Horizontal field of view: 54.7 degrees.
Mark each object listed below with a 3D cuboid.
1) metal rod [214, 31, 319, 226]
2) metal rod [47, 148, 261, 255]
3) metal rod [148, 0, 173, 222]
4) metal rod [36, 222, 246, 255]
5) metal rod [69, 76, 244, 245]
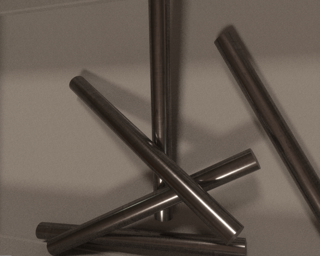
[{"bbox_3d":[0.146,0.020,0.358,0.025,0.025,0.299,-30,80,17],"label":"metal rod"},{"bbox_3d":[-0.022,0.099,0.385,0.300,0.025,0.025,-28,81,18],"label":"metal rod"},{"bbox_3d":[0.002,-0.028,0.380,0.025,0.025,0.298,3,102,19],"label":"metal rod"},{"bbox_3d":[-0.039,0.151,0.423,0.301,0.025,0.025,-2,89,19],"label":"metal rod"},{"bbox_3d":[-0.024,0.020,0.378,0.300,0.025,0.025,41,103,30],"label":"metal rod"}]
